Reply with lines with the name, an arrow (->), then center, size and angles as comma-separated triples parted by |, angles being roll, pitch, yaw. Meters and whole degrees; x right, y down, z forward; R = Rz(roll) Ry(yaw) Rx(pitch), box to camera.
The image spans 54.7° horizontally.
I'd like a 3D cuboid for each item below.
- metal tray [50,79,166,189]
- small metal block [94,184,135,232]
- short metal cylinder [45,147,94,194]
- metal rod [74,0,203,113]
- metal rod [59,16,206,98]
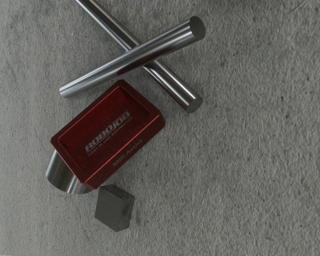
metal tray -> -0.069, 0.005, 0.411 | 0.130, 0.030, 0.090 | -43, 58, -8
small metal block -> -0.068, 0.117, 0.458 | 0.050, 0.025, 0.050 | 19, 102, 38
short metal cylinder -> -0.125, 0.054, 0.469 | 0.080, 0.081, 0.050 | 42, 117, 31
metal rod -> -0.047, -0.124, 0.441 | 0.300, 0.025, 0.025 | 48, 118, 29
metal rod -> -0.062, -0.083, 0.426 | 0.299, 0.025, 0.025 | -11, 83, 47
